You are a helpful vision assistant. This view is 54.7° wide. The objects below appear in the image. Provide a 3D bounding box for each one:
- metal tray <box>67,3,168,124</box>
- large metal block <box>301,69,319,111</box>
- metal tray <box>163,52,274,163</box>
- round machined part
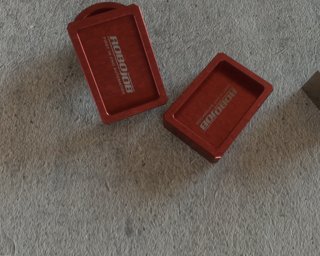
[{"bbox_3d":[-0.052,-0.080,0.398,0.091,0.030,0.129,-20,106,-8],"label":"metal tray"},{"bbox_3d":[0.258,-0.052,0.417,0.080,0.050,0.080,-28,73,-10],"label":"large metal block"},{"bbox_3d":[0.077,-0.029,0.417,0.090,0.030,0.130,38,74,12],"label":"metal tray"},{"bbox_3d":[-0.073,-0.128,0.445,0.099,0.042,0.098,0,70,-1],"label":"round machined part"}]
